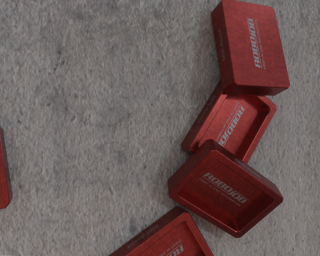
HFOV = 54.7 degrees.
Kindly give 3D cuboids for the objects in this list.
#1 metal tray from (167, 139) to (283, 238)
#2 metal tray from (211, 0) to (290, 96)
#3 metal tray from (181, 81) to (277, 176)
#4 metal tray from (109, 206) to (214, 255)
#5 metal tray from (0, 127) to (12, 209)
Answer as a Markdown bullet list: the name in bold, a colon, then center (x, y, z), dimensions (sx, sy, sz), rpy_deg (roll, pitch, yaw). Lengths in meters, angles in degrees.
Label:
- **metal tray**: center (0.087, 0.085, 0.417), dimensions (0.130, 0.030, 0.090), rpy_deg (35, 110, -17)
- **metal tray**: center (0.126, -0.113, 0.436), dimensions (0.091, 0.030, 0.129), rpy_deg (0, 74, -21)
- **metal tray**: center (0.101, -0.002, 0.445), dimensions (0.090, 0.030, 0.130), rpy_deg (35, 78, -17)
- **metal tray**: center (0.000, 0.178, 0.407), dimensions (0.131, 0.030, 0.090), rpy_deg (-32, 101, -17)
- **metal tray**: center (-0.231, 0.049, 0.321), dimensions (0.131, 0.030, 0.089), rpy_deg (-8, 93, -20)
